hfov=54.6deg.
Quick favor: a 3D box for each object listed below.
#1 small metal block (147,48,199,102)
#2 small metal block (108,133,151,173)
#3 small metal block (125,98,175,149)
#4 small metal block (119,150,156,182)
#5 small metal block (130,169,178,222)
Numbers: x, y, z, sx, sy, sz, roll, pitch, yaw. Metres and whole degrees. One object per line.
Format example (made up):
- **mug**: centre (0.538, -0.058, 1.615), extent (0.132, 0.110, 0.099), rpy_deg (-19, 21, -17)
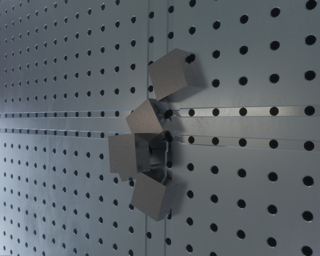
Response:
- **small metal block**: centre (0.016, -0.066, 0.397), extent (0.050, 0.025, 0.050), rpy_deg (-25, 74, 37)
- **small metal block**: centre (-0.041, 0.034, 0.412), extent (0.050, 0.025, 0.050), rpy_deg (-7, 86, 40)
- **small metal block**: centre (-0.014, -0.005, 0.422), extent (0.050, 0.025, 0.050), rpy_deg (-38, 67, 33)
- **small metal block**: centre (-0.040, 0.042, 0.443), extent (0.050, 0.025, 0.050), rpy_deg (-39, 66, 33)
- **small metal block**: centre (-0.009, 0.089, 0.418), extent (0.050, 0.025, 0.050), rpy_deg (23, 104, 38)
